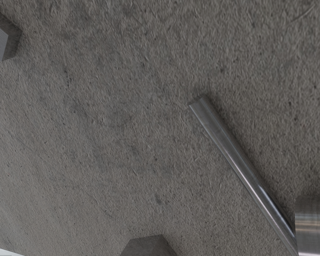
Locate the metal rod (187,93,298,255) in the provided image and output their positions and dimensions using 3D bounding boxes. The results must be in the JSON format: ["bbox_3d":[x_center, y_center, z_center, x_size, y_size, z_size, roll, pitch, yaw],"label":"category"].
[{"bbox_3d":[0.129,0.086,0.391,0.025,0.025,0.299,-28,104,37],"label":"metal rod"}]

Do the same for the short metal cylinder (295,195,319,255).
[{"bbox_3d":[0.185,0.115,0.345,0.050,0.080,0.080,-8,115,31],"label":"short metal cylinder"}]

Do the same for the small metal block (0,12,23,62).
[{"bbox_3d":[-0.233,-0.134,0.447,0.050,0.025,0.050,41,129,0],"label":"small metal block"}]

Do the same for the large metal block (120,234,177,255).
[{"bbox_3d":[-0.015,0.241,0.548,0.080,0.050,0.080,-24,105,36],"label":"large metal block"}]
